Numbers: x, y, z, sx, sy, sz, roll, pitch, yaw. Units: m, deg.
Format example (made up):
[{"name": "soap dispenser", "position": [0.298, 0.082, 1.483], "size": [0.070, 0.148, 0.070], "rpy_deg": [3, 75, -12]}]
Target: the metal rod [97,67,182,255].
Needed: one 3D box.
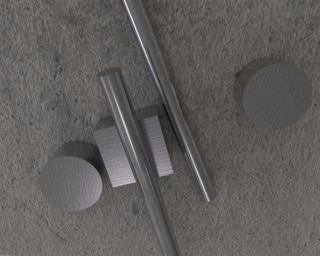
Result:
[{"name": "metal rod", "position": [-0.015, 0.070, 0.382], "size": [0.025, 0.025, 0.298], "rpy_deg": [-14, 117, 5]}]

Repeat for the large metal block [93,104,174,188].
[{"name": "large metal block", "position": [-0.032, 0.022, 0.404], "size": [0.080, 0.050, 0.080], "rpy_deg": [-14, 110, 5]}]

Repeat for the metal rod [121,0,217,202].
[{"name": "metal rod", "position": [0.016, -0.032, 0.398], "size": [0.025, 0.025, 0.299], "rpy_deg": [-20, 109, 7]}]

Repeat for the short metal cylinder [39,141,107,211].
[{"name": "short metal cylinder", "position": [-0.114, 0.063, 0.419], "size": [0.081, 0.050, 0.079], "rpy_deg": [0, 110, 0]}]

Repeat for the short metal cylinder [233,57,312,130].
[{"name": "short metal cylinder", "position": [0.136, -0.044, 0.382], "size": [0.081, 0.050, 0.079], "rpy_deg": [0, 110, 0]}]
